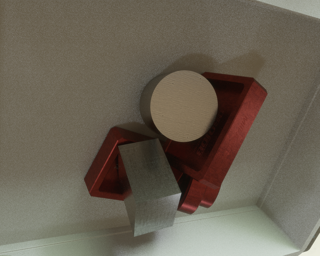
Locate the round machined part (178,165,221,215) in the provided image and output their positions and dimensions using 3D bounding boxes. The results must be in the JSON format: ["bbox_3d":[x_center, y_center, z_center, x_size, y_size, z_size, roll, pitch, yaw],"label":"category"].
[{"bbox_3d":[0.056,0.073,0.433,0.042,0.098,0.097,19,112,-4],"label":"round machined part"}]

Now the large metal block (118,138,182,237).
[{"bbox_3d":[-0.017,0.072,0.378,0.050,0.080,0.079,-10,139,-16],"label":"large metal block"}]

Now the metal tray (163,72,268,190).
[{"bbox_3d":[0.061,-0.002,0.378,0.030,0.090,0.130,31,85,-35],"label":"metal tray"}]

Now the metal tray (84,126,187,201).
[{"bbox_3d":[-0.025,0.058,0.426,0.131,0.030,0.090,19,108,-36],"label":"metal tray"}]

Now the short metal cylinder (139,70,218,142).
[{"bbox_3d":[0.021,-0.026,0.368,0.081,0.050,0.079,-2,96,-17],"label":"short metal cylinder"}]
